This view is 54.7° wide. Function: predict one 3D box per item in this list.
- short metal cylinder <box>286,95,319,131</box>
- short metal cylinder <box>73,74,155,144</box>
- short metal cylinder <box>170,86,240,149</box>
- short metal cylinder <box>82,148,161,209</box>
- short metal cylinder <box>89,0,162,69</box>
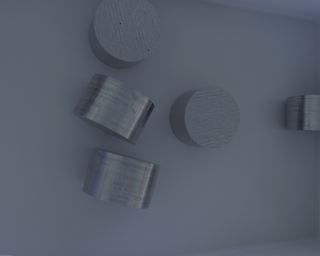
[{"bbox_3d":[0.234,-0.021,0.467,0.081,0.080,0.050,2,89,-20],"label":"short metal cylinder"},{"bbox_3d":[-0.053,-0.021,0.361,0.080,0.080,0.050,29,81,-18],"label":"short metal cylinder"},{"bbox_3d":[0.060,-0.014,0.419,0.081,0.050,0.080,0,90,-20],"label":"short metal cylinder"},{"bbox_3d":[-0.045,0.058,0.365,0.081,0.080,0.050,17,84,-19],"label":"short metal cylinder"},{"bbox_3d":[-0.044,-0.117,0.381,0.081,0.050,0.080,0,90,-20],"label":"short metal cylinder"}]
